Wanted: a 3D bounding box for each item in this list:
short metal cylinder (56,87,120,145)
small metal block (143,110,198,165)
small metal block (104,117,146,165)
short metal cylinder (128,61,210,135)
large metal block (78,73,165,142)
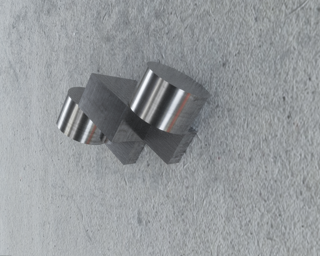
[{"bbox_3d":[-0.105,-0.019,0.457,0.080,0.081,0.050,43,116,31],"label":"short metal cylinder"},{"bbox_3d":[0.012,0.011,0.397,0.050,0.025,0.050,43,116,31],"label":"small metal block"},{"bbox_3d":[-0.048,0.017,0.447,0.050,0.025,0.050,43,116,31],"label":"small metal block"},{"bbox_3d":[0.010,-0.036,0.362,0.080,0.081,0.050,43,116,31],"label":"short metal cylinder"},{"bbox_3d":[-0.046,-0.026,0.410,0.080,0.081,0.050,42,115,31],"label":"large metal block"}]
